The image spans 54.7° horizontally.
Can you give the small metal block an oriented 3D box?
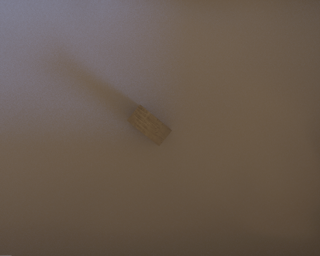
[{"bbox_3d":[-0.013,-0.003,0.399,0.050,0.050,0.025,39,90,-1],"label":"small metal block"}]
